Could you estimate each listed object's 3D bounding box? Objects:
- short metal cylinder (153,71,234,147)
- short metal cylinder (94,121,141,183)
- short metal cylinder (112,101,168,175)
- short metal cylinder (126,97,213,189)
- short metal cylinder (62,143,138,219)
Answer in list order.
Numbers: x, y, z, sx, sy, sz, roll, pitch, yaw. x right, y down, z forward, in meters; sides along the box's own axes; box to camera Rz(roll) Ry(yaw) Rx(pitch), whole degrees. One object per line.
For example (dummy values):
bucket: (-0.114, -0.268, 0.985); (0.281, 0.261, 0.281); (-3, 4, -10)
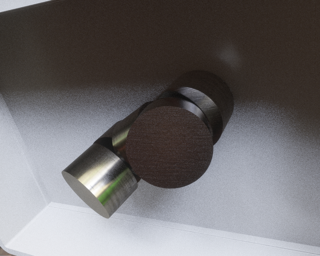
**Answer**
short metal cylinder: (0.039, -0.020, 0.357); (0.080, 0.050, 0.079); (13, 124, 20)
short metal cylinder: (-0.049, 0.035, 0.436); (0.080, 0.050, 0.079); (13, 124, 20)
short metal cylinder: (-0.011, 0.014, 0.384); (0.050, 0.080, 0.080); (-33, 100, 38)
short metal cylinder: (0.011, 0.013, 0.307); (0.080, 0.050, 0.079); (1, 105, 5)
short metal cylinder: (-0.075, 0.066, 0.385); (0.080, 0.050, 0.080); (32, 150, 22)
